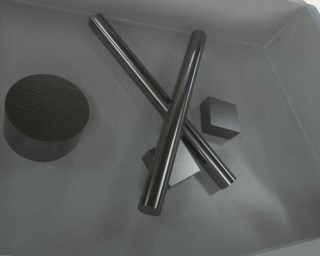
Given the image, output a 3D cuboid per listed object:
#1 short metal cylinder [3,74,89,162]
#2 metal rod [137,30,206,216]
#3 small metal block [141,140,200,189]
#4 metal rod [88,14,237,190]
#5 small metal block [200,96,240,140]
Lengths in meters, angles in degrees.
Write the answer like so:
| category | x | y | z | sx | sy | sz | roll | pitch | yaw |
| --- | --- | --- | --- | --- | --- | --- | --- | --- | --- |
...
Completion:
| category | x | y | z | sx | sy | sz | roll | pitch | yaw |
| --- | --- | --- | --- | --- | --- | --- | --- | --- | --- |
| short metal cylinder | -0.122 | -0.010 | 0.331 | 0.081 | 0.050 | 0.080 | 14 | 56 | -21 |
| metal rod | 0.025 | -0.031 | 0.406 | 0.025 | 0.025 | 0.300 | 27 | 53 | -12 |
| small metal block | 0.013 | 0.045 | 0.387 | 0.050 | 0.025 | 0.050 | -21 | 73 | -36 |
| metal rod | -0.001 | -0.041 | 0.431 | 0.025 | 0.025 | 0.300 | -33 | 80 | -38 |
| small metal block | 0.089 | -0.015 | 0.465 | 0.050 | 0.025 | 0.050 | 14 | 56 | -21 |
